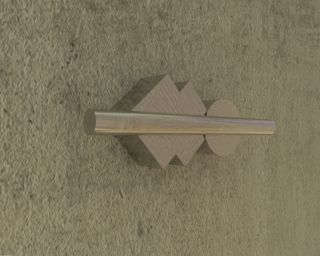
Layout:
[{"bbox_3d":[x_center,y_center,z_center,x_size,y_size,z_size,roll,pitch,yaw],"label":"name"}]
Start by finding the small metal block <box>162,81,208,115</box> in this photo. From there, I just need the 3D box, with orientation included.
[{"bbox_3d":[0.027,-0.033,0.413,0.025,0.050,0.050,-50,120,-28],"label":"small metal block"}]

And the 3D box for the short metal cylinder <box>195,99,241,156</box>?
[{"bbox_3d":[0.073,-0.001,0.450,0.081,0.050,0.080,0,90,-40],"label":"short metal cylinder"}]

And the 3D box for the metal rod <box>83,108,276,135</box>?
[{"bbox_3d":[0.051,-0.003,0.381,0.302,0.025,0.025,1,90,-40],"label":"metal rod"}]

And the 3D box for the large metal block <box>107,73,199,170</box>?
[{"bbox_3d":[-0.009,-0.008,0.380,0.080,0.050,0.080,-50,119,-28],"label":"large metal block"}]

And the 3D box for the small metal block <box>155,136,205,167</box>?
[{"bbox_3d":[0.023,0.022,0.410,0.050,0.050,0.025,-50,120,-28],"label":"small metal block"}]
